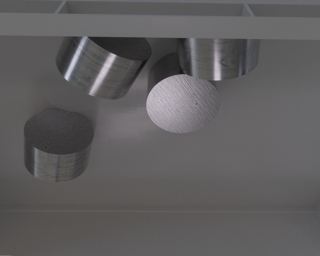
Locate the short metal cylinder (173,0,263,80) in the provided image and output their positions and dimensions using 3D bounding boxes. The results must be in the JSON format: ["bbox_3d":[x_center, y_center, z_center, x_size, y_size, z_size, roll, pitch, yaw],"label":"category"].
[{"bbox_3d":[0.055,-0.089,0.298,0.080,0.080,0.050,-5,130,4],"label":"short metal cylinder"}]

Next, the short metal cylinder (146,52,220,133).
[{"bbox_3d":[0.025,-0.040,0.358,0.081,0.050,0.079,0,130,0],"label":"short metal cylinder"}]

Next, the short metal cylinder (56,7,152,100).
[{"bbox_3d":[-0.056,-0.074,0.309,0.080,0.080,0.050,24,126,-19],"label":"short metal cylinder"}]

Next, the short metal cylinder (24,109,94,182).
[{"bbox_3d":[-0.127,0.021,0.390,0.081,0.080,0.050,12,129,-10],"label":"short metal cylinder"}]
